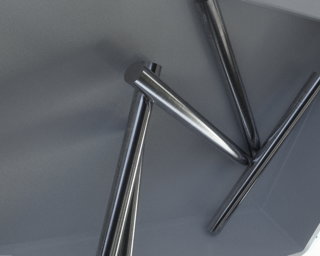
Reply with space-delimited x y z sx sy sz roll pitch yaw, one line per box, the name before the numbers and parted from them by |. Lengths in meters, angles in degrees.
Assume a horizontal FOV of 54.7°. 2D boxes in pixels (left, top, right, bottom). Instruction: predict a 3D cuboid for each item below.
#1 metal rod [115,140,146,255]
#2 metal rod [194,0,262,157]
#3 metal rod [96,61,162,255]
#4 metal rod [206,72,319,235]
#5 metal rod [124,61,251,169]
metal rod | -0.044 0.145 0.372 0.025 0.025 0.299 12 79 -33
metal rod | 0.110 -0.046 0.439 0.025 0.025 0.299 -35 129 -5
metal rod | -0.043 0.072 0.354 0.025 0.025 0.298 15 87 -34
metal rod | 0.165 0.047 0.493 0.025 0.025 0.299 22 105 -36
metal rod | 0.060 0.002 0.416 0.025 0.025 0.301 -49 137 7
